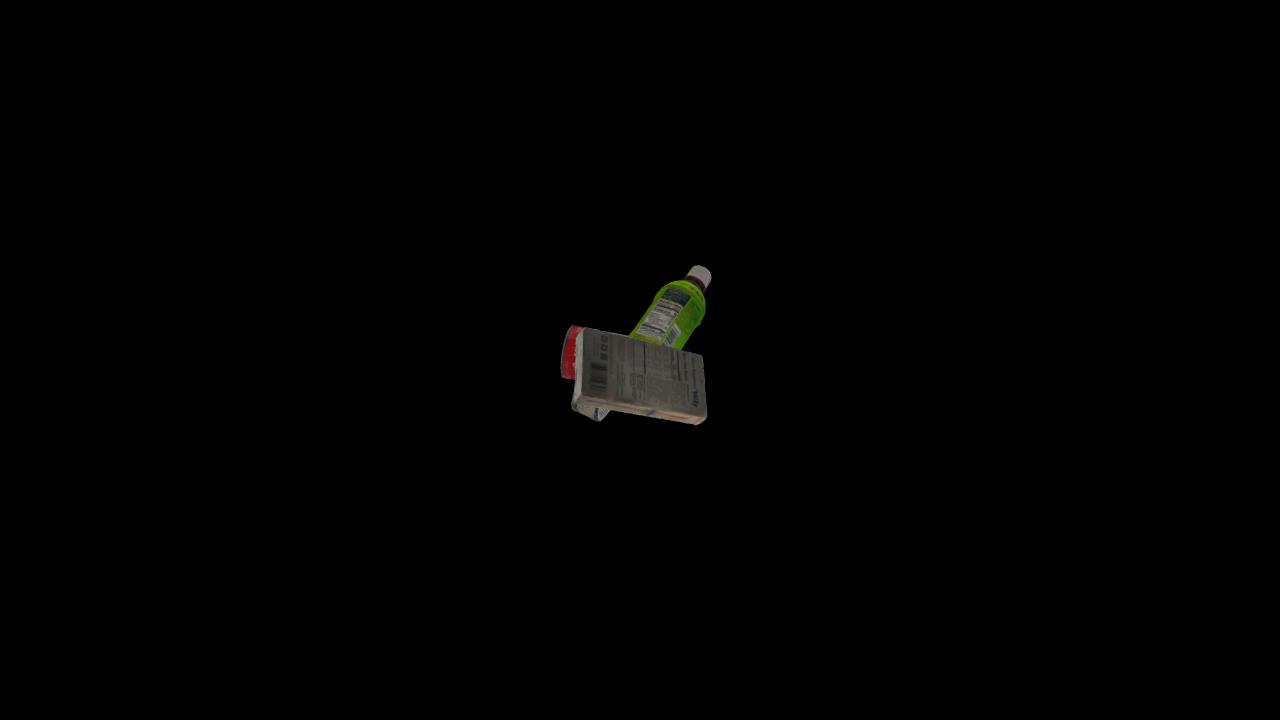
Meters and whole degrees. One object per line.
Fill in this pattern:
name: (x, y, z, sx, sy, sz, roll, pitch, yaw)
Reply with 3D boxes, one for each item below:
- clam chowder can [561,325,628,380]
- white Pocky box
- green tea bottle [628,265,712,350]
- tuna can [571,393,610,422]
clam chowder can: (-0.039, -0.001, 0.757, 0.102, 0.068, 0.068, 10, 1, 6)
white Pocky box: (0.002, 0.019, 0.687, 0.154, 0.084, 0.028, 13, -31, -24)
green tea bottle: (0.032, -0.039, 0.762, 0.073, 0.212, 0.073, 26, -30, 17)
tuna can: (-0.043, 0.027, 0.701, 0.034, 0.084, 0.084, 25, 4, 10)
